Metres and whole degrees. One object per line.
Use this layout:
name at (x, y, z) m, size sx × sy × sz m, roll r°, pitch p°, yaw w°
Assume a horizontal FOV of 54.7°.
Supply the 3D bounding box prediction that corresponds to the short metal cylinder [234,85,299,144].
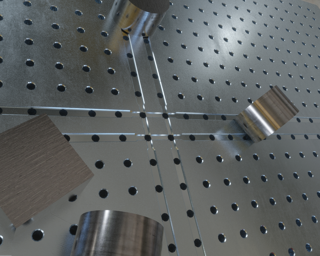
short metal cylinder at (0.161, -0.020, 0.472) m, size 0.081 × 0.080 × 0.050 m, roll -32°, pitch 80°, yaw -38°

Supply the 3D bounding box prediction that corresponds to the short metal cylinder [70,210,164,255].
short metal cylinder at (-0.039, 0.113, 0.283) m, size 0.080 × 0.080 × 0.050 m, roll 19°, pitch 54°, yaw -17°

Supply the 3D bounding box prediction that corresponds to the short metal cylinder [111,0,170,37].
short metal cylinder at (-0.032, -0.193, 0.493) m, size 0.081 × 0.050 × 0.080 m, roll 14°, pitch 56°, yaw -21°

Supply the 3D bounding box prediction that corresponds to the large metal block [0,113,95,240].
large metal block at (-0.125, 0.044, 0.298) m, size 0.081 × 0.050 × 0.080 m, roll -34°, pitch 81°, yaw -38°
